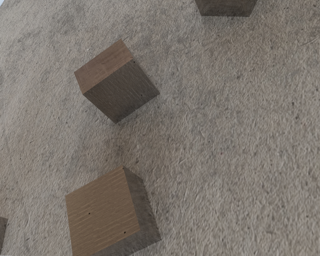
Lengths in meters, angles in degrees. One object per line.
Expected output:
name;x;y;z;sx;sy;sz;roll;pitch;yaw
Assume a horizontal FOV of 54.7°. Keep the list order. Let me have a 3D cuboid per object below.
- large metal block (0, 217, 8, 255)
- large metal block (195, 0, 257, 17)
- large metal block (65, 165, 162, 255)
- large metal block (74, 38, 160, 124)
large metal block;-0.275;0.147;0.423;0.080;0.080;0.050;-17;55;18
large metal block;0.105;-0.216;0.465;0.080;0.050;0.080;15;70;34
large metal block;-0.055;0.102;0.354;0.080;0.050;0.080;-29;52;9
large metal block;-0.059;-0.064;0.439;0.080;0.080;0.050;-35;51;5
